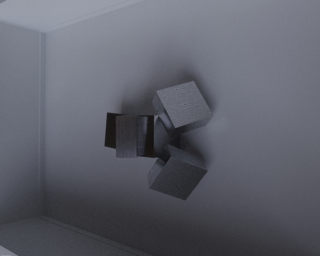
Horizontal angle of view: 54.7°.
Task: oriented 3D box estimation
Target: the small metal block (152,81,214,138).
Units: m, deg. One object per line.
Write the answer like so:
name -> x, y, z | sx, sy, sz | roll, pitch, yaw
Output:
small metal block -> 0.026, -0.023, 0.362 | 0.050, 0.050, 0.025 | 64, 157, 20

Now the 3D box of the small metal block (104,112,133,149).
small metal block -> -0.052, 0.005, 0.444 | 0.050, 0.025, 0.050 | 9, 95, 39

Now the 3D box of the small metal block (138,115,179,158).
small metal block -> -0.001, 0.010, 0.387 | 0.025, 0.050, 0.050 | 1, 91, 40

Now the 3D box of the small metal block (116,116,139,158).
small metal block -> -0.036, 0.009, 0.393 | 0.025, 0.050, 0.050 | 1, 94, 8

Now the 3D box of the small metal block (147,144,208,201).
small metal block -> 0.020, 0.053, 0.367 | 0.050, 0.050, 0.025 | -58, 22, 23
